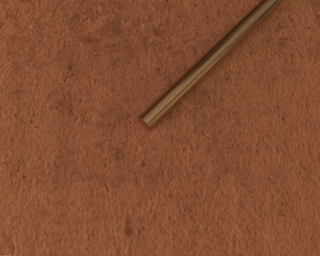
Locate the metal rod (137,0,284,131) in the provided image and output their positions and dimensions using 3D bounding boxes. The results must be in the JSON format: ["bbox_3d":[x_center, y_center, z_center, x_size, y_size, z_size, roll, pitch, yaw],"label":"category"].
[{"bbox_3d":[0.083,-0.108,0.448,0.025,0.025,0.301,42,75,13],"label":"metal rod"}]
